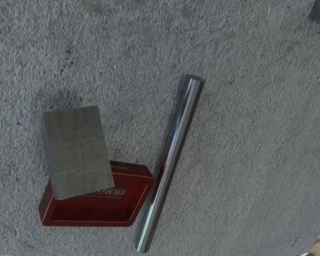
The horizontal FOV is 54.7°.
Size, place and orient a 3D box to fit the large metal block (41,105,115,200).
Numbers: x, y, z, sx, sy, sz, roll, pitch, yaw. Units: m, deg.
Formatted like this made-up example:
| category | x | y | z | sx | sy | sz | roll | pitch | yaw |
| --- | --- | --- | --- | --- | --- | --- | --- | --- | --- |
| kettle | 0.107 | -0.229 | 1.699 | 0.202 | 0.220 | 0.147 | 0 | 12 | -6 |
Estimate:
| category | x | y | z | sx | sy | sz | roll | pitch | yaw |
| --- | --- | --- | --- | --- | --- | --- | --- | --- | --- |
| large metal block | -0.088 | 0.028 | 0.320 | 0.050 | 0.080 | 0.080 | -10 | 82 | -24 |

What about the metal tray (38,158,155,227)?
| category | x | y | z | sx | sy | sz | roll | pitch | yaw |
| --- | --- | --- | --- | --- | --- | --- | --- | --- | --- |
| metal tray | -0.082 | 0.088 | 0.414 | 0.131 | 0.030 | 0.089 | 13 | 112 | -34 |

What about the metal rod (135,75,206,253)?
| category | x | y | z | sx | sy | sz | roll | pitch | yaw |
| --- | --- | --- | --- | --- | --- | --- | --- | --- | --- |
| metal rod | 0.008 | 0.067 | 0.454 | 0.025 | 0.025 | 0.298 | 2 | 118 | -30 |

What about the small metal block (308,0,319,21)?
| category | x | y | z | sx | sy | sz | roll | pitch | yaw |
| --- | --- | --- | --- | --- | --- | --- | --- | --- | --- |
| small metal block | 0.246 | -0.174 | 0.437 | 0.050 | 0.025 | 0.050 | 5 | 116 | -31 |
